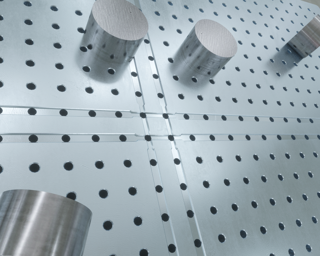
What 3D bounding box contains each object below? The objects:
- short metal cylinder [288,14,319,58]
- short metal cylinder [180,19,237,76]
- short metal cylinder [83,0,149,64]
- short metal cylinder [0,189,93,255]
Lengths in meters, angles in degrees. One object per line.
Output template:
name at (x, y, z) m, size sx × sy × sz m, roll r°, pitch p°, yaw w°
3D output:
short metal cylinder at (0.325, -0.196, 0.667) m, size 0.050 × 0.080 × 0.080 m, roll 47°, pitch 51°, yaw 4°
short metal cylinder at (0.081, -0.133, 0.517) m, size 0.081 × 0.050 × 0.080 m, roll 14°, pitch 56°, yaw -21°
short metal cylinder at (-0.063, -0.139, 0.443) m, size 0.081 × 0.050 × 0.080 m, roll 14°, pitch 56°, yaw -21°
short metal cylinder at (-0.103, 0.091, 0.262) m, size 0.081 × 0.080 × 0.050 m, roll 19°, pitch 54°, yaw -17°
